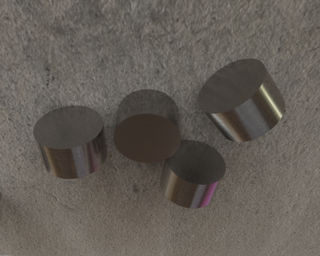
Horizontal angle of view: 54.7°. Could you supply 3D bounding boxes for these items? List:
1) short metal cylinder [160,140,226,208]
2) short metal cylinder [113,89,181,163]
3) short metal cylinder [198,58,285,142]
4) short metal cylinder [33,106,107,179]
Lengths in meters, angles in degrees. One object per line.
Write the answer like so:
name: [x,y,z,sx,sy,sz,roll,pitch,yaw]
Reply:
short metal cylinder: [0.044,0.062,0.425,0.081,0.080,0.050,7,130,-7]
short metal cylinder: [-0.015,-0.002,0.389,0.081,0.050,0.079,0,130,0]
short metal cylinder: [0.090,-0.031,0.346,0.080,0.080,0.050,-30,124,22]
short metal cylinder: [-0.108,0.016,0.383,0.081,0.080,0.050,0,130,-1]
